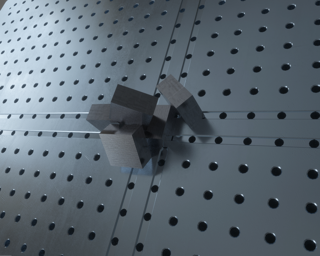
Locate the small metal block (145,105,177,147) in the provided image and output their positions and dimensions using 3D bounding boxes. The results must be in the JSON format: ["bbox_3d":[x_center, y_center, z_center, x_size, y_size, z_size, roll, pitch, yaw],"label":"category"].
[{"bbox_3d":[-0.009,-0.003,0.416,0.050,0.025,0.050,2,63,28],"label":"small metal block"}]

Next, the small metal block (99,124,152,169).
[{"bbox_3d":[-0.044,0.023,0.399,0.050,0.050,0.025,1,31,29],"label":"small metal block"}]

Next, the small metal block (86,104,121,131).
[{"bbox_3d":[-0.065,-0.010,0.433,0.050,0.050,0.025,1,63,30],"label":"small metal block"}]

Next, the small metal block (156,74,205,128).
[{"bbox_3d":[0.027,-0.034,0.400,0.025,0.050,0.050,-40,51,1],"label":"small metal block"}]

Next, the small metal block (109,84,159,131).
[{"bbox_3d":[-0.033,-0.024,0.380,0.050,0.050,0.025,18,67,-4],"label":"small metal block"}]
